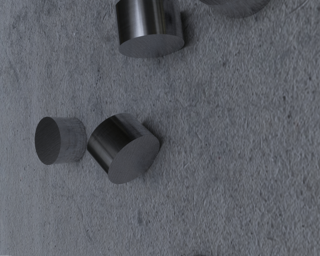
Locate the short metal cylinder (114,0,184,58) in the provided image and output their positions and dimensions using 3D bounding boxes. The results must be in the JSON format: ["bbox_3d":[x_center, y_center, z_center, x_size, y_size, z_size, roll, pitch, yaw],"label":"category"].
[{"bbox_3d":[-0.013,-0.123,0.380,0.080,0.081,0.050,-11,83,39],"label":"short metal cylinder"}]

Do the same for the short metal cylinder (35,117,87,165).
[{"bbox_3d":[-0.170,0.021,0.529,0.080,0.050,0.080,0,90,40],"label":"short metal cylinder"}]

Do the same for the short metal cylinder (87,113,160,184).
[{"bbox_3d":[-0.048,0.027,0.409,0.050,0.081,0.080,42,116,32],"label":"short metal cylinder"}]

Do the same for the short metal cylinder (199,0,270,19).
[{"bbox_3d":[0.078,-0.162,0.324,0.080,0.050,0.080,0,90,40],"label":"short metal cylinder"}]
